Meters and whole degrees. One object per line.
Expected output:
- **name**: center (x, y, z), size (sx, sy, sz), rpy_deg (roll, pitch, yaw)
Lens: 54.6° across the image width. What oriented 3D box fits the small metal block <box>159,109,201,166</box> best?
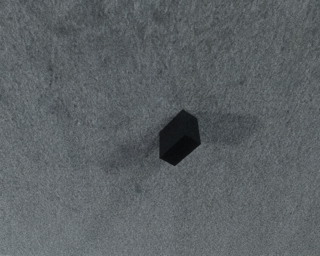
- **small metal block**: center (0.024, 0.013, 0.401), size (0.025, 0.050, 0.050), rpy_deg (31, 124, -23)
